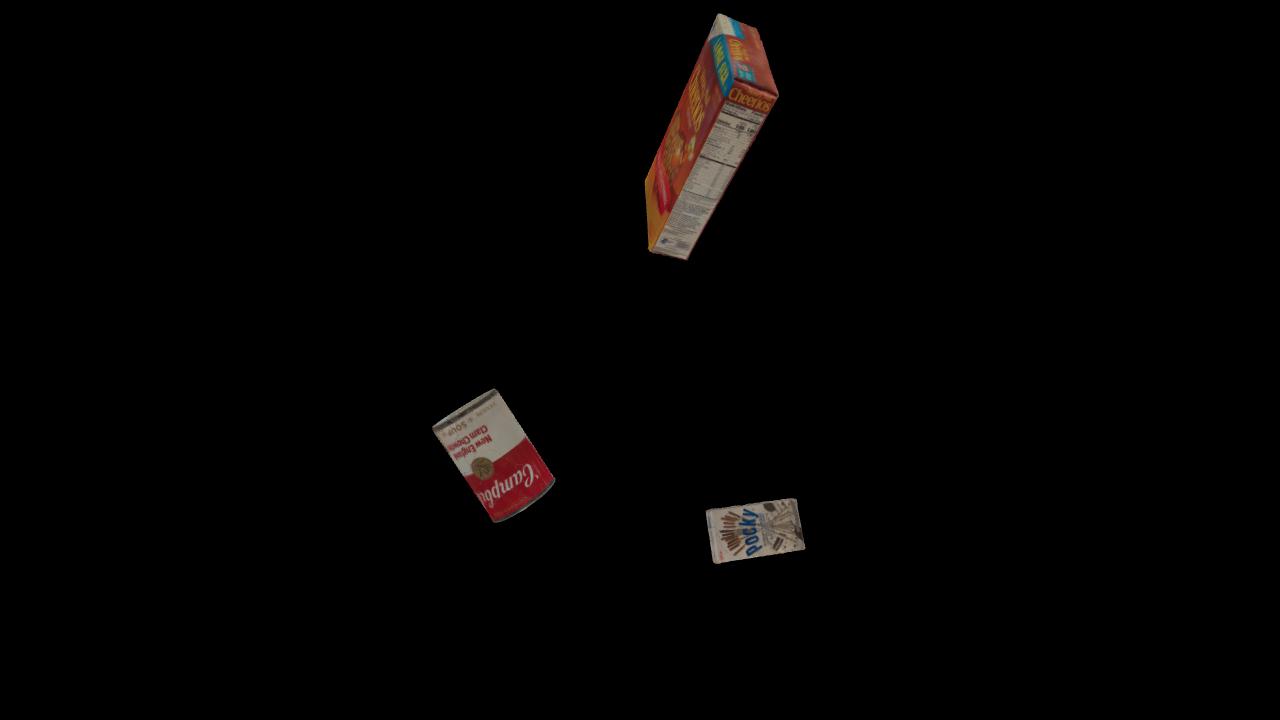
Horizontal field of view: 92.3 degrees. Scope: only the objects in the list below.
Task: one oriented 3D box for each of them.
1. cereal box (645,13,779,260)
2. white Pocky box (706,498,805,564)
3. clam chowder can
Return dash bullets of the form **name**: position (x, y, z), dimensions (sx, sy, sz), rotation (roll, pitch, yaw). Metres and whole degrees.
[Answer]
- **cereal box**: position (0.094, -0.334, 0.947), dimensions (0.081, 0.203, 0.306), rotation (12, -41, -16)
- **white Pocky box**: position (0.185, 0.272, 0.987), dimensions (0.154, 0.084, 0.028), rotation (-3, -14, -16)
- **clam chowder can**: position (-0.132, 0.085, 0.557), dimensions (0.068, 0.102, 0.068), rotation (-31, 7, 4)
